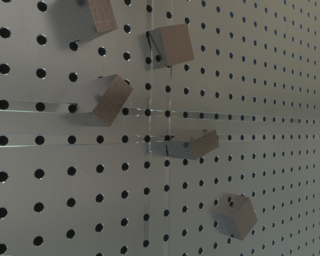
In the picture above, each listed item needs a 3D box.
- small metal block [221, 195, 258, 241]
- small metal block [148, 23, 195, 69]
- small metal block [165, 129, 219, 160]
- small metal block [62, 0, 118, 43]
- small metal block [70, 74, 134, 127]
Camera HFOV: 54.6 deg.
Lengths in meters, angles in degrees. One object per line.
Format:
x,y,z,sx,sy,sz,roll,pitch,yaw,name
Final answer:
0.134,0.150,0.520,0.050,0.025,0.050,-36,112,-34,small metal block
0.016,-0.111,0.421,0.050,0.025,0.050,-23,104,-38,small metal block
0.045,0.022,0.429,0.050,0.050,0.025,-23,105,-38,small metal block
-0.075,-0.123,0.329,0.025,0.050,0.050,-25,106,-37,small metal block
-0.064,-0.029,0.339,0.025,0.050,0.050,43,64,-32,small metal block
